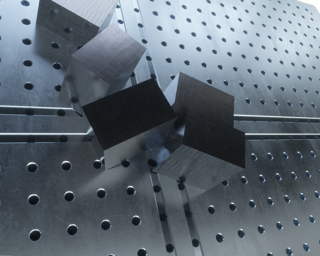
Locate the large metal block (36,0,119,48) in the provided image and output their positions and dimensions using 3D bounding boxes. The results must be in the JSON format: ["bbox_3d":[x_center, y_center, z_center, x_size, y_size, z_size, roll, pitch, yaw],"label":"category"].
[{"bbox_3d":[-0.113,-0.166,0.434,0.080,0.050,0.080,28,52,-11],"label":"large metal block"}]

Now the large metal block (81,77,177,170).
[{"bbox_3d":[-0.035,-0.002,0.342,0.081,0.080,0.050,-25,75,-17],"label":"large metal block"}]

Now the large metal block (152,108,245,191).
[{"bbox_3d":[0.047,0.030,0.381,0.080,0.080,0.050,22,54,-16],"label":"large metal block"}]

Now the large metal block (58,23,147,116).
[{"bbox_3d":[-0.071,-0.067,0.376,0.050,0.080,0.080,38,51,-4],"label":"large metal block"}]

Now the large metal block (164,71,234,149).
[{"bbox_3d":[0.039,-0.016,0.406,0.080,0.080,0.050,22,53,-16],"label":"large metal block"}]
